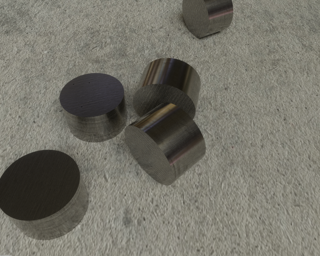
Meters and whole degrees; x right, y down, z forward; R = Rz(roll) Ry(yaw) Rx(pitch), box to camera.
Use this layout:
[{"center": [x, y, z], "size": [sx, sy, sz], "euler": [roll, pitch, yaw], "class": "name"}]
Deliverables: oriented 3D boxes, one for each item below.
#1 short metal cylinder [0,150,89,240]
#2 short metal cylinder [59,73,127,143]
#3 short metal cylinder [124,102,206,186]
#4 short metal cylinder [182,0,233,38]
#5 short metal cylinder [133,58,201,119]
[{"center": [-0.120, 0.070, 0.327], "size": [0.080, 0.050, 0.080], "euler": [0, 50, 0], "class": "short metal cylinder"}, {"center": [-0.085, -0.028, 0.409], "size": [0.080, 0.050, 0.080], "euler": [0, 50, 0], "class": "short metal cylinder"}, {"center": [0.005, 0.018, 0.352], "size": [0.050, 0.080, 0.080], "euler": [-36, 59, -26], "class": "short metal cylinder"}, {"center": [0.082, -0.204, 0.540], "size": [0.050, 0.080, 0.080], "euler": [-24, 54, -19], "class": "short metal cylinder"}, {"center": [0.010, -0.044, 0.404], "size": [0.080, 0.080, 0.050], "euler": [9, 51, 8], "class": "short metal cylinder"}]
